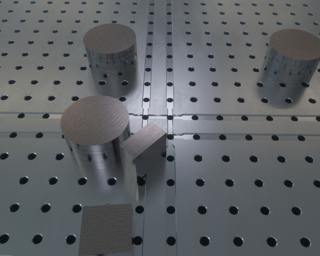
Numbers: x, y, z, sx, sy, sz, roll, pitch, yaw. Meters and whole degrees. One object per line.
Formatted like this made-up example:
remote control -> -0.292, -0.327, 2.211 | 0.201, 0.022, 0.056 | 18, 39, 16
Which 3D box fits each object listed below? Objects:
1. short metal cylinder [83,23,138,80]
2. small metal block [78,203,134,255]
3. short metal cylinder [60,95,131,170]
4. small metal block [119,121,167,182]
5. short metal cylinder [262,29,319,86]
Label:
short metal cylinder -> -0.077, -0.123, 0.494 | 0.081, 0.050, 0.080 | 0, 50, 0
small metal block -> -0.053, 0.107, 0.317 | 0.050, 0.025, 0.050 | -3, 50, -3
short metal cylinder -> -0.077, 0.005, 0.387 | 0.081, 0.050, 0.080 | 0, 50, 0
small metal block -> -0.019, 0.028, 0.368 | 0.025, 0.050, 0.050 | 37, 59, 26
short metal cylinder -> 0.207, -0.111, 0.486 | 0.081, 0.050, 0.080 | 0, 50, 0
